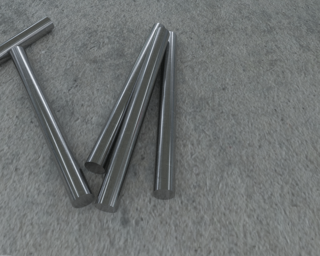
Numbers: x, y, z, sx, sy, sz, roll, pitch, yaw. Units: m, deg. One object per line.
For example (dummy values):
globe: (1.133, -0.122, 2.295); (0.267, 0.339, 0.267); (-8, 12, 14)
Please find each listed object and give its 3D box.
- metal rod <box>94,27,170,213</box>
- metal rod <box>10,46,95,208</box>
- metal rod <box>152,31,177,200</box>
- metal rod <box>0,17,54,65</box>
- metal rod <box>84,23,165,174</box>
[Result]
metal rod: (-0.027, -0.034, 0.416); (0.025, 0.025, 0.300); (9, 55, 7)
metal rod: (-0.156, -0.021, 0.418); (0.025, 0.025, 0.300); (-23, 54, -19)
metal rod: (0.011, -0.041, 0.437); (0.025, 0.025, 0.300); (2, 50, 1)
metal rod: (-0.279, -0.091, 0.476); (0.025, 0.025, 0.301); (25, 54, 19)
metal rod: (-0.039, -0.064, 0.456); (0.025, 0.025, 0.300); (11, 51, 9)
